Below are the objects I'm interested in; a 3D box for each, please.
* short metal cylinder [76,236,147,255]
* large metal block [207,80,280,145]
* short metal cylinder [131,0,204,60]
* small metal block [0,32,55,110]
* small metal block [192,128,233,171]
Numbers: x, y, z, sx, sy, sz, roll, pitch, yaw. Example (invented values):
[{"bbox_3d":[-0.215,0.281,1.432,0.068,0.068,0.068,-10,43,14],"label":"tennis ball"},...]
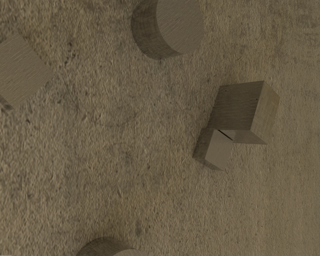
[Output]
[{"bbox_3d":[-0.055,0.168,0.345,0.081,0.050,0.079,0,90,-40],"label":"short metal cylinder"},{"bbox_3d":[0.128,-0.022,0.479,0.050,0.080,0.080,33,70,-36],"label":"large metal block"},{"bbox_3d":[0.010,-0.132,0.399,0.081,0.050,0.079,0,90,-40],"label":"short metal cylinder"},{"bbox_3d":[-0.138,-0.052,0.290,0.050,0.025,0.050,-51,120,-28],"label":"small metal block"},{"bbox_3d":[0.082,0.033,0.476,0.050,0.025,0.050,33,70,-36],"label":"small metal block"}]
